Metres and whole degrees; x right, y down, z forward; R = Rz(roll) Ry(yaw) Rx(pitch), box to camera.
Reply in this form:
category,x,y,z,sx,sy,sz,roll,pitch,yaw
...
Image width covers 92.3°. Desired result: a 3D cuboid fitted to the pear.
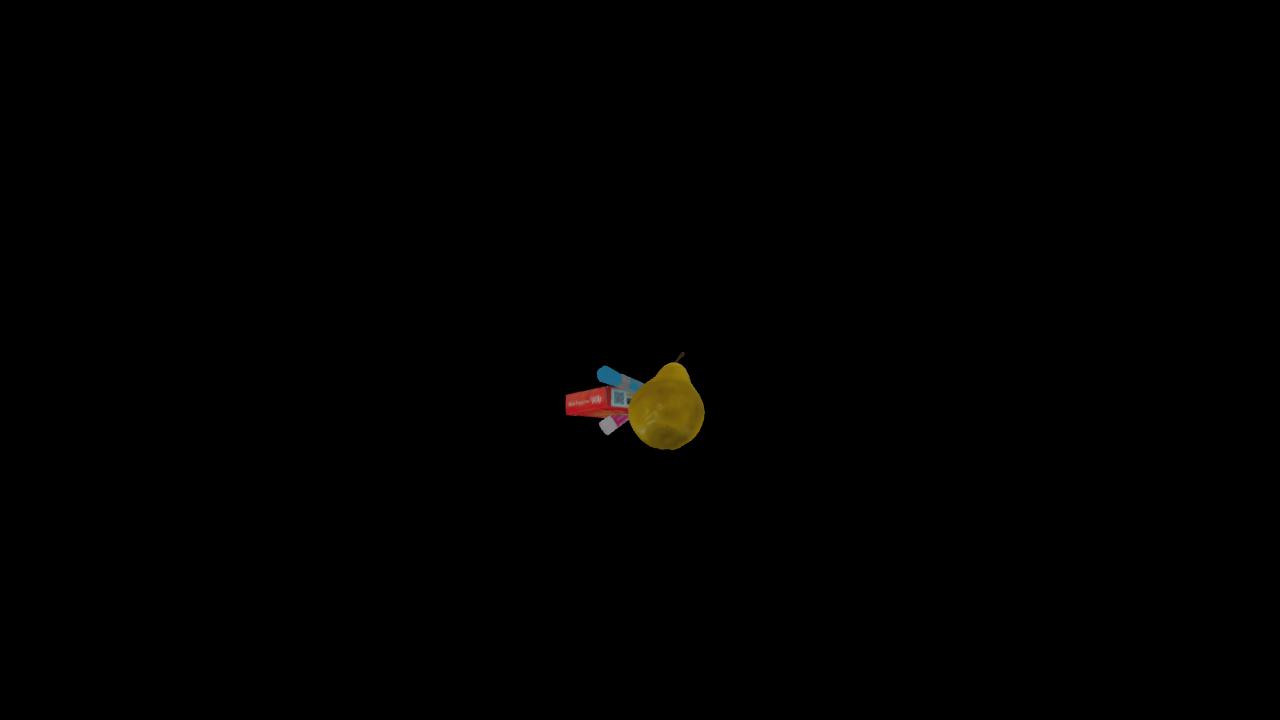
category,x,y,z,sx,sy,sz,roll,pitch,yaw
pear,0.028,0.037,0.644,0.080,0.080,0.111,0,44,3

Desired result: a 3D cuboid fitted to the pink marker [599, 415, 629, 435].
category,x,y,z,sx,sy,sz,roll,pitch,yaw
pink marker,0.004,0.049,0.744,0.121,0.020,0.020,-35,11,-17

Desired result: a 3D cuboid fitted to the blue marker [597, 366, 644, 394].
category,x,y,z,sx,sy,sz,roll,pitch,yaw
blue marker,-0.004,0.033,0.709,0.020,0.020,0.121,0,-19,44

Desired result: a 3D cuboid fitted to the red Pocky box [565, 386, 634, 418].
category,x,y,z,sx,sy,sz,roll,pitch,yaw
red Pocky box,-0.007,0.057,0.754,0.155,0.028,0.083,10,-15,-40
